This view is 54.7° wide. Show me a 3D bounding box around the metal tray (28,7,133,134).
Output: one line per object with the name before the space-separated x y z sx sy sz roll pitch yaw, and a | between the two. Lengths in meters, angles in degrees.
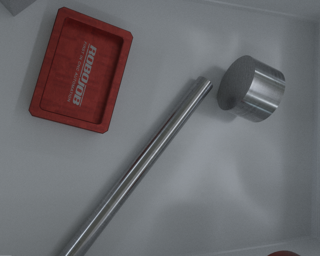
metal tray | -0.093 -0.066 0.373 0.091 0.030 0.129 16 85 -20

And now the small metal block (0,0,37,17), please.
small metal block | -0.152 -0.156 0.341 0.050 0.050 0.025 -45 105 -15

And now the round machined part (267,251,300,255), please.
round machined part | 0.142 0.188 0.331 0.099 0.042 0.097 0 90 -21

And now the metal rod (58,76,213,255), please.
metal rod | -0.026 0.051 0.401 0.025 0.025 0.300 42 77 -16

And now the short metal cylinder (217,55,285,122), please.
short metal cylinder | 0.124 -0.053 0.429 0.050 0.080 0.080 20 83 -19
